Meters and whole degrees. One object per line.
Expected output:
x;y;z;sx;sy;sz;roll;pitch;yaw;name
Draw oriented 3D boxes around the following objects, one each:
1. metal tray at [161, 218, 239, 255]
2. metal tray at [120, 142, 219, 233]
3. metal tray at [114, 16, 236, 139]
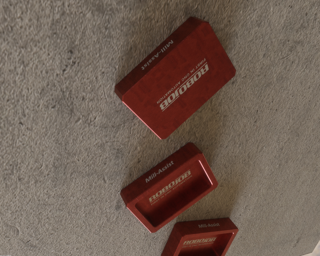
0.075;0.215;0.577;0.131;0.030;0.089;6;116;-31;metal tray
0.017;0.092;0.469;0.130;0.030;0.090;-35;129;-5;metal tray
0.021;-0.058;0.379;0.130;0.030;0.090;-43;130;1;metal tray
